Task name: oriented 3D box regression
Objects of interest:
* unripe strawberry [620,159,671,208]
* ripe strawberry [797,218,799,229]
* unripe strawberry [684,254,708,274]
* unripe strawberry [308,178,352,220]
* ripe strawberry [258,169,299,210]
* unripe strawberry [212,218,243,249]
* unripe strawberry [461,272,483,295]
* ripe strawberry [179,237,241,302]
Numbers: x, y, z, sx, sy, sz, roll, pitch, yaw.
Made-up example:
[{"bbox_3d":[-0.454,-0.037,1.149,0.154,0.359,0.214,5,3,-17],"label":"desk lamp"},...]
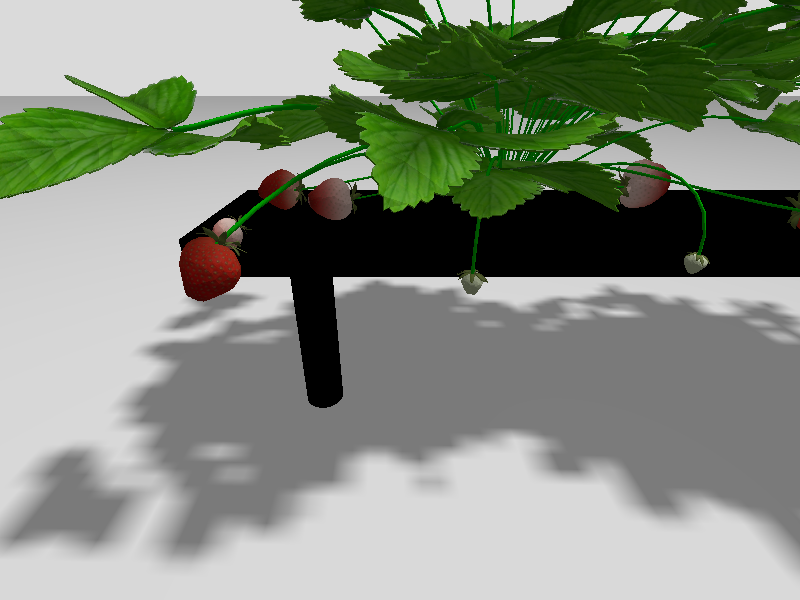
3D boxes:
[{"bbox_3d":[0.210,-0.099,0.343,0.039,0.041,0.036,1,29,0],"label":"unripe strawberry"},{"bbox_3d":[0.307,-0.063,0.288,0.030,0.031,0.028,9,30,15],"label":"ripe strawberry"},{"bbox_3d":[0.166,-0.020,0.225,0.010,0.011,0.011,-14,32,-24],"label":"unripe strawberry"},{"bbox_3d":[-0.056,-0.080,0.320,0.034,0.034,0.032,-6,29,-10],"label":"unripe strawberry"},{"bbox_3d":[-0.106,-0.096,0.349,0.036,0.034,0.033,0,29,1],"label":"ripe strawberry"},{"bbox_3d":[-0.115,-0.043,0.264,0.022,0.019,0.022,-39,37,-5],"label":"unripe strawberry"},{"bbox_3d":[0.037,-0.008,0.205,0.011,0.012,0.012,9,30,15],"label":"unripe strawberry"},{"bbox_3d":[-0.098,-0.015,0.204,0.032,0.032,0.027,29,2,41],"label":"ripe strawberry"}]
